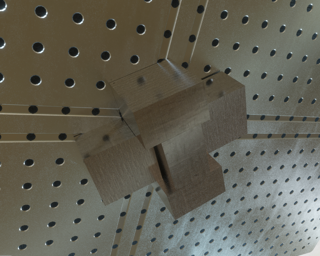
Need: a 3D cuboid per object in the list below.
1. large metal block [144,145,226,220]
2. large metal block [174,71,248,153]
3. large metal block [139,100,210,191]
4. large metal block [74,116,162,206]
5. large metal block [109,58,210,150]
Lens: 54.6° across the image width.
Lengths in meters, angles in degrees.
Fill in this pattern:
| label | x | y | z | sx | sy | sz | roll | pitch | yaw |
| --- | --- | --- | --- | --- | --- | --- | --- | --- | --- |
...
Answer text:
| label | x | y | z | sx | sy | sz | roll | pitch | yaw |
| --- | --- | --- | --- | --- | --- | --- | --- | --- | --- |
| large metal block | 0.032 | 0.066 | 0.433 | 0.080 | 0.080 | 0.050 | -26 | 128 | -13 |
| large metal block | 0.068 | -0.018 | 0.419 | 0.080 | 0.050 | 0.080 | -26 | 130 | -12 |
| large metal block | 0.016 | 0.017 | 0.394 | 0.050 | 0.080 | 0.080 | -26 | 128 | -12 |
| large metal block | -0.051 | 0.038 | 0.391 | 0.080 | 0.050 | 0.080 | -24 | 127 | -14 |
| large metal block | -0.002 | -0.031 | 0.354 | 0.080 | 0.080 | 0.050 | -25 | 127 | -13 |
